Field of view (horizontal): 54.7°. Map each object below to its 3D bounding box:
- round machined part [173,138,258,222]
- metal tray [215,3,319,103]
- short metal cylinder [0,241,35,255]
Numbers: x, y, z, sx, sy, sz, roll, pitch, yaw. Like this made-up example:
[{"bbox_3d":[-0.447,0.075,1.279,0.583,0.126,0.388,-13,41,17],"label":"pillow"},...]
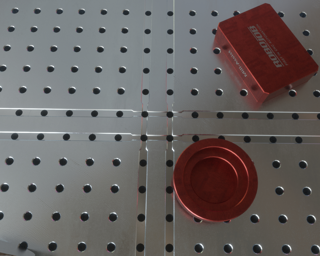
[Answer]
[{"bbox_3d":[0.065,0.065,0.379,0.099,0.042,0.098,0,70,0],"label":"round machined part"},{"bbox_3d":[0.151,-0.111,0.451,0.090,0.030,0.130,-26,72,-9],"label":"metal tray"},{"bbox_3d":[-0.182,0.149,0.327,0.080,0.080,0.050,16,71,5],"label":"short metal cylinder"}]
